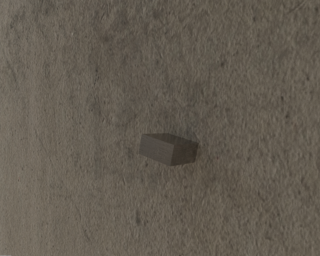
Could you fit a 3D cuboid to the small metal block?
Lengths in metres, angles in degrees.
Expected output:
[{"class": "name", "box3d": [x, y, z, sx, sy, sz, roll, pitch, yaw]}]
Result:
[{"class": "small metal block", "box3d": [0.011, 0.025, 0.378, 0.050, 0.050, 0.025, 17, 101, 38]}]
